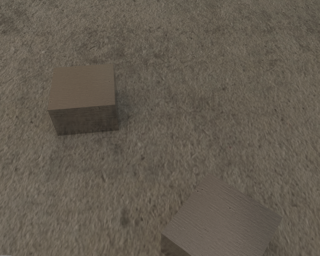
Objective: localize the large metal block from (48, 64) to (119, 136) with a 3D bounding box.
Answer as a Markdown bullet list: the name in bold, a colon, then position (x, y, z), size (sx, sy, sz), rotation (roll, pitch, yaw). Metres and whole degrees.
- **large metal block**: position (-0.100, -0.039, 0.419), size (0.081, 0.050, 0.080), rotation (-5, 50, -5)

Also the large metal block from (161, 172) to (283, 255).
- **large metal block**: position (0.057, 0.104, 0.300), size (0.080, 0.050, 0.080), rotation (31, 56, 23)
